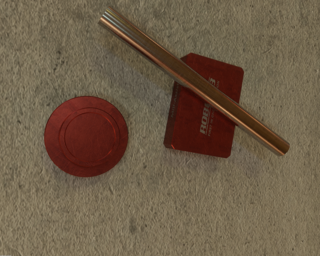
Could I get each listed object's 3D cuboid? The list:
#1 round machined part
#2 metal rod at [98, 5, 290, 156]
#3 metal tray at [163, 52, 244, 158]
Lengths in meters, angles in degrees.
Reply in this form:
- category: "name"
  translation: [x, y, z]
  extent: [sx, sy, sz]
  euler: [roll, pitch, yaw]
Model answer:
- category: "round machined part"
  translation: [-0.086, 0.010, 0.369]
  extent: [0.099, 0.042, 0.097]
  euler: [0, 90, -21]
- category: "metal rod"
  translation: [0.055, -0.050, 0.398]
  extent: [0.301, 0.025, 0.025]
  euler: [34, 79, -17]
- category: "metal tray"
  translation: [0.062, -0.029, 0.431]
  extent: [0.091, 0.030, 0.129]
  euler: [11, 86, -20]
